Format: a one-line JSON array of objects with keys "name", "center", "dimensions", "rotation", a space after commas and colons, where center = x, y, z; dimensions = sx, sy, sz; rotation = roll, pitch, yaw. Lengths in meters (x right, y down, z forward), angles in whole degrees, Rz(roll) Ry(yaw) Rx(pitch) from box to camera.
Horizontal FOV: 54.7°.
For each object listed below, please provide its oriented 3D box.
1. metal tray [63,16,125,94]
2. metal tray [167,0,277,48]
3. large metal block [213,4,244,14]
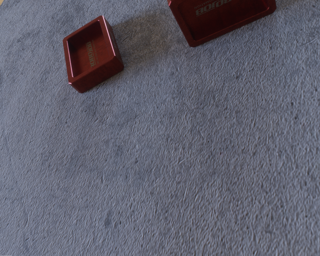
[{"name": "metal tray", "center": [-0.120, -0.132, 0.544], "dimensions": [0.090, 0.030, 0.130], "rotation": [-28, 52, 10]}, {"name": "metal tray", "center": [0.085, -0.174, 0.424], "dimensions": [0.130, 0.090, 0.030], "rotation": [-21, 54, 16]}, {"name": "large metal block", "center": [0.080, -0.211, 0.475], "dimensions": [0.080, 0.050, 0.080], "rotation": [-16, 55, 19]}]
